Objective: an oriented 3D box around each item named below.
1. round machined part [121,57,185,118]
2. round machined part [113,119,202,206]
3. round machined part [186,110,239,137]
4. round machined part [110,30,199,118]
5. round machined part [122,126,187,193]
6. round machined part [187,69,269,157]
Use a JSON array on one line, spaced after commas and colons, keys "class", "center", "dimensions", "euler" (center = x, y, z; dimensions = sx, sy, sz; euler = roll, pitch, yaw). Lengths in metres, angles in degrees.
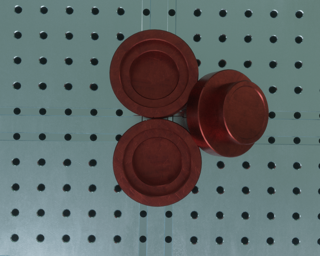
[{"class": "round machined part", "center": [-0.005, -0.061, 0.406], "dimensions": [0.099, 0.042, 0.097], "euler": [0, 90, 0]}, {"class": "round machined part", "center": [-0.003, 0.038, 0.362], "dimensions": [0.099, 0.042, 0.097], "euler": [0, 90, 0]}, {"class": "round machined part", "center": [0.085, -0.017, 0.406], "dimensions": [0.099, 0.042, 0.097], "euler": [0, 90, 0]}, {"class": "round machined part", "center": [-0.006, -0.060, 0.362], "dimensions": [0.099, 0.042, 0.097], "euler": [0, 90, 0]}, {"class": "round machined part", "center": [-0.004, 0.038, 0.405], "dimensions": [0.099, 0.042, 0.097], "euler": [0, 90, 0]}, {"class": "round machined part", "center": [0.081, -0.016, 0.342], "dimensions": [0.099, 0.042, 0.097], "euler": [0, 89, -32]}]
